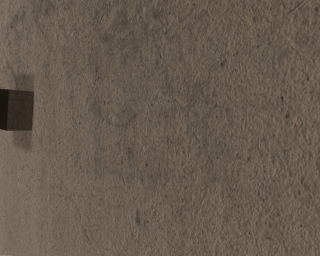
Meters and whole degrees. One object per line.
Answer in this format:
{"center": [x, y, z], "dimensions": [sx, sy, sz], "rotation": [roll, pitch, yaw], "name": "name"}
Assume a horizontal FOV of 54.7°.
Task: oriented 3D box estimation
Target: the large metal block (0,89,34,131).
{"center": [-0.306, -0.039, 0.637], "dimensions": [0.080, 0.050, 0.079], "rotation": [8, 95, 39], "name": "large metal block"}
